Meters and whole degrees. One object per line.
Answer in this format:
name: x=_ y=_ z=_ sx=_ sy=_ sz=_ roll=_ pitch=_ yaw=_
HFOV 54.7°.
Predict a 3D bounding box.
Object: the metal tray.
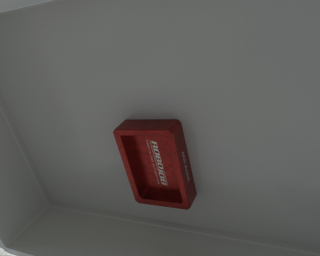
metal tray: x=-0.005 y=0.052 z=0.438 sx=0.090 sy=0.030 sz=0.129 roll=0 pitch=119 yaw=27
